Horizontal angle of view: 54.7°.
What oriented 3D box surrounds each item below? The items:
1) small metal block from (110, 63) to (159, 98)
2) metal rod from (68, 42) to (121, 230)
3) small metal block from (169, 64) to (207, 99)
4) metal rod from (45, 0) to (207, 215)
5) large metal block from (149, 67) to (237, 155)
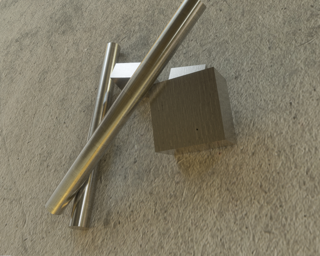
[{"bbox_3d":[-0.035,-0.068,0.446,0.050,0.050,0.025,5,64,30],"label":"small metal block"},{"bbox_3d":[-0.089,-0.007,0.453,0.025,0.025,0.299,-9,58,23],"label":"metal rod"},{"bbox_3d":[0.038,-0.056,0.417,0.050,0.025,0.050,-1,61,27],"label":"small metal block"},{"bbox_3d":[-0.047,-0.018,0.361,0.299,0.025,0.025,-54,51,11],"label":"metal rod"},{"bbox_3d":[0.037,-0.015,0.359,0.080,0.050,0.080,-12,76,25],"label":"large metal block"}]
